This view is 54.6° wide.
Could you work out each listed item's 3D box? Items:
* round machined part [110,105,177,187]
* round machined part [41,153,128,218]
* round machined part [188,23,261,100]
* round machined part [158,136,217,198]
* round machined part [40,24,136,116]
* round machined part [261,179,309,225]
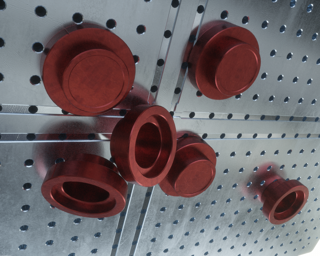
[{"bbox_3d":[-0.023,0.020,0.380,0.099,0.042,0.097,-13,105,-54],"label":"round machined part"},{"bbox_3d":[-0.087,0.067,0.374,0.098,0.042,0.098,4,138,3],"label":"round machined part"},{"bbox_3d":[0.089,-0.080,0.398,0.099,0.042,0.097,-14,124,-21],"label":"round machined part"},{"bbox_3d":[0.044,0.065,0.463,0.099,0.042,0.097,-14,124,-21],"label":"round machined part"},{"bbox_3d":[-0.071,-0.055,0.326,0.099,0.042,0.097,-14,124,-21],"label":"round machined part"},{"bbox_3d":[0.243,0.142,0.619,0.099,0.042,0.097,-14,124,-21],"label":"round machined part"}]
